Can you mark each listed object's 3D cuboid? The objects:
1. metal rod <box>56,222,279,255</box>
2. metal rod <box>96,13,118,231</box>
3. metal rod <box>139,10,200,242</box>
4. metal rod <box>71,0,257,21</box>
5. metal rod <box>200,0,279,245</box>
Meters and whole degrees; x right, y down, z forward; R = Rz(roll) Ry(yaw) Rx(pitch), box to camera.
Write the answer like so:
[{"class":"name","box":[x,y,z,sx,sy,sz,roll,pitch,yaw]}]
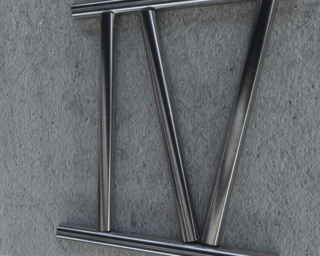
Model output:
[{"class":"metal rod","box":[-0.004,0.155,0.410,0.301,0.025,0.025,1,91,19]},{"class":"metal rod","box":[-0.074,-0.008,0.434,0.025,0.025,0.298,1,90,19]},{"class":"metal rod","box":[0.012,-0.006,0.404,0.025,0.025,0.298,-12,86,19]},{"class":"metal rod","box":[0.020,-0.167,0.402,0.301,0.025,0.025,1,91,19]},{"class":"metal rod","box":[0.095,-0.005,0.376,0.025,0.025,0.298,14,94,19]}]
